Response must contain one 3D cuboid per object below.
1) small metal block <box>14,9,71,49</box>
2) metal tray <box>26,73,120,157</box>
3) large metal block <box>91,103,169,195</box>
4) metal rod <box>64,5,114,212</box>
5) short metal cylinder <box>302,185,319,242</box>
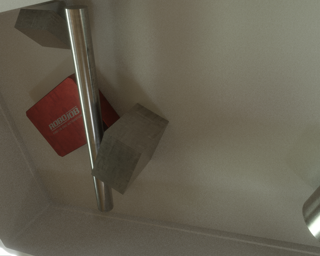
[{"bbox_3d":[-0.140,-0.122,0.386,0.050,0.050,0.025,11,81,22],"label":"small metal block"},{"bbox_3d":[-0.133,-0.017,0.462,0.130,0.030,0.090,-27,104,37],"label":"metal tray"},{"bbox_3d":[-0.039,0.026,0.408,0.050,0.080,0.079,31,128,8],"label":"large metal block"},{"bbox_3d":[-0.088,-0.003,0.411,0.025,0.025,0.298,12,124,21],"label":"metal rod"},{"bbox_3d":[0.201,0.090,0.323,0.080,0.080,0.050,27,128,11],"label":"short metal cylinder"}]
